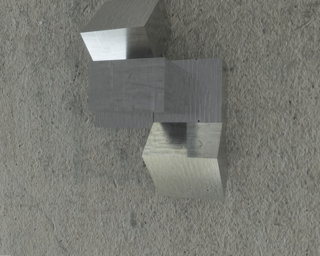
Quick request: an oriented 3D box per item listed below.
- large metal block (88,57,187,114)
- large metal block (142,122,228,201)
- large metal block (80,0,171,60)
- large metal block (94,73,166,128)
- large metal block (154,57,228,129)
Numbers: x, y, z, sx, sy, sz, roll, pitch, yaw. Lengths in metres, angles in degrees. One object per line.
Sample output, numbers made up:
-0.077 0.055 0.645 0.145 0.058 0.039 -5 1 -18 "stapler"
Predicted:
-0.020 -0.041 0.334 0.080 0.080 0.050 1 91 19 "large metal block"
0.034 0.039 0.362 0.080 0.080 0.050 1 47 19 "large metal block"
-0.039 -0.121 0.387 0.080 0.050 0.080 1 46 20 "large metal block"
-0.037 -0.040 0.407 0.080 0.050 0.079 1 90 19 "large metal block"
0.039 -0.039 0.381 0.080 0.050 0.079 1 90 19 "large metal block"
